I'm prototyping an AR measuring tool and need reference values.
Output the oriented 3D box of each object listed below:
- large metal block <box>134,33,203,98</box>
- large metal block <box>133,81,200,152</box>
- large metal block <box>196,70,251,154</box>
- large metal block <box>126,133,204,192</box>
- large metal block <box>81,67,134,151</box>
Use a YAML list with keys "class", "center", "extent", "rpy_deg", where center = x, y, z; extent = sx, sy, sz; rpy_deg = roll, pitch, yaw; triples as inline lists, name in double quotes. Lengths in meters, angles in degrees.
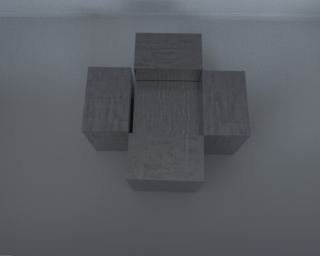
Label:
- class: "large metal block"
  center: [0.010, -0.079, 0.408]
  extent: [0.080, 0.080, 0.050]
  rpy_deg: [1, 70, 0]
- class: "large metal block"
  center: [0.008, -0.013, 0.399]
  extent: [0.080, 0.050, 0.080]
  rpy_deg: [1, 70, 0]
- class: "large metal block"
  center: [0.074, -0.016, 0.386]
  extent: [0.050, 0.080, 0.080]
  rpy_deg: [1, 70, 0]
- class: "large metal block"
  center: [0.006, 0.043, 0.363]
  extent: [0.080, 0.080, 0.050]
  rpy_deg: [2, 70, 0]
- class: "large metal block"
  center: [-0.059, -0.021, 0.387]
  extent: [0.050, 0.080, 0.080]
  rpy_deg: [1, 70, 0]
